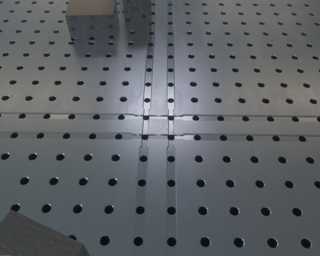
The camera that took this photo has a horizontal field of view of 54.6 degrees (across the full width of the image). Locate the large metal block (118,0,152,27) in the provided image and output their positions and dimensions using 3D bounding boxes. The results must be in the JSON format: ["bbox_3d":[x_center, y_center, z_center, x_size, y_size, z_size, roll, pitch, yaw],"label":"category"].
[{"bbox_3d":[-0.050,-0.251,0.583,0.050,0.080,0.080,-11,51,-9],"label":"large metal block"}]

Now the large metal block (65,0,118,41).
[{"bbox_3d":[-0.120,-0.203,0.562,0.080,0.050,0.080,-2,50,-2],"label":"large metal block"}]

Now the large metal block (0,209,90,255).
[{"bbox_3d":[-0.121,0.133,0.279,0.080,0.050,0.080,19,53,15],"label":"large metal block"}]
